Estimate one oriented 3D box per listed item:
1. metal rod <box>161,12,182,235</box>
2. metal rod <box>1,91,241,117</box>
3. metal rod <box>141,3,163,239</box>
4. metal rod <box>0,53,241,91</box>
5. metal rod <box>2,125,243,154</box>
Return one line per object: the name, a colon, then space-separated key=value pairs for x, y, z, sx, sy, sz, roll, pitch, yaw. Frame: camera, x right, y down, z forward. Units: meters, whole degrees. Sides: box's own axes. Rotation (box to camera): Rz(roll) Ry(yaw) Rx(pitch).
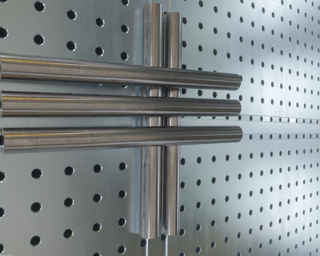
metal rod: x=0.016 y=-0.006 z=0.425 sx=0.025 sy=0.025 sz=0.298 roll=1 pitch=89 yaw=-40
metal rod: x=-0.020 y=-0.026 z=0.368 sx=0.303 sy=0.025 sz=0.025 roll=-2 pitch=91 yaw=-32
metal rod: x=-0.010 y=-0.010 z=0.403 sx=0.025 sy=0.025 sz=0.298 roll=1 pitch=89 yaw=-40
metal rod: x=-0.020 y=-0.062 z=0.367 sx=0.303 sy=0.025 sz=0.025 roll=-2 pitch=92 yaw=-32
metal rod: x=-0.018 y=0.010 z=0.368 sx=0.303 sy=0.025 sz=0.025 roll=-1 pitch=91 yaw=-32
